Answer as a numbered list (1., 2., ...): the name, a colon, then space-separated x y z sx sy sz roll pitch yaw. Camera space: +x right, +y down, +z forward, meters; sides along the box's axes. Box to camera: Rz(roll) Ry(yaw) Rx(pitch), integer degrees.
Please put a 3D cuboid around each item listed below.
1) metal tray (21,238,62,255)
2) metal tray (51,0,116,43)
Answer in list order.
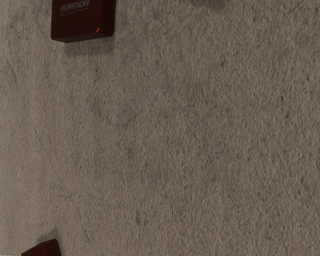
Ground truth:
1. metal tray: -0.208 0.282 0.570 0.090 0.030 0.130 -35 69 34
2. metal tray: -0.127 -0.191 0.504 0.130 0.030 0.089 6 94 39
